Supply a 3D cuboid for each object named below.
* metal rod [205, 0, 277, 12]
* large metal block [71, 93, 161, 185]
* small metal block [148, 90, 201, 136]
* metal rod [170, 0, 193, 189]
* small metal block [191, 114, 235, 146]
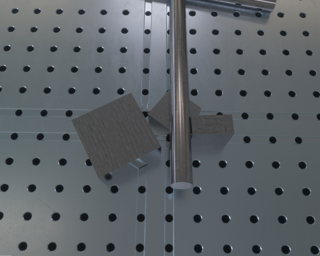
[{"bbox_3d":[0.031,-0.225,0.494,0.302,0.025,0.025,12,71,4],"label":"metal rod"},{"bbox_3d":[-0.053,0.015,0.393,0.080,0.050,0.080,-26,72,-9],"label":"large metal block"},{"bbox_3d":[0.019,-0.018,0.419,0.050,0.025,0.050,36,74,12],"label":"small metal block"},{"bbox_3d":[0.025,-0.067,0.412,0.025,0.025,0.299,1,61,0],"label":"metal rod"},{"bbox_3d":[0.063,0.004,0.397,0.050,0.050,0.025,-2,71,-1],"label":"small metal block"}]
